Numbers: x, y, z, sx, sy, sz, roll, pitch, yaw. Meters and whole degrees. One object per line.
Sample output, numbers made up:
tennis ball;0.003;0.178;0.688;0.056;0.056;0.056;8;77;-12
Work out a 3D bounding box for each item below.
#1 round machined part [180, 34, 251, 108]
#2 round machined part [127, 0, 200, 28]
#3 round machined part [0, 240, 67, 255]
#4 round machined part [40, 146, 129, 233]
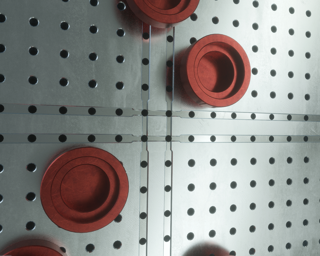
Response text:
round machined part;0.072;-0.076;0.430;0.099;0.042;0.097;0;90;-20
round machined part;0.000;-0.179;0.403;0.099;0.042;0.097;0;90;-20
round machined part;-0.148;0.182;0.349;0.099;0.042;0.097;0;90;-20
round machined part;-0.090;0.070;0.370;0.099;0.042;0.097;0;90;-20
